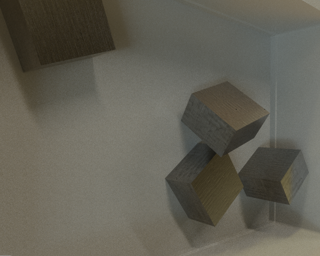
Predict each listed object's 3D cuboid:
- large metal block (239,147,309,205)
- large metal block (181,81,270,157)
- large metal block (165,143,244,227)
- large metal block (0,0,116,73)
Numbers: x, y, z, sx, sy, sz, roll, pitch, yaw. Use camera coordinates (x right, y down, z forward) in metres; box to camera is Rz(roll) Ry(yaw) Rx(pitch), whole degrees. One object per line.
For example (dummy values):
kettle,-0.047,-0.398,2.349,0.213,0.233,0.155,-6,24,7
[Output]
large metal block,0.195,0.079,0.534,0.080,0.080,0.050,-42,116,-32
large metal block,0.091,-0.016,0.438,0.081,0.080,0.050,-22,145,-38
large metal block,0.066,0.079,0.446,0.080,0.050,0.080,-43,116,-31
large metal block,-0.101,-0.105,0.305,0.081,0.050,0.080,-25,106,-37
